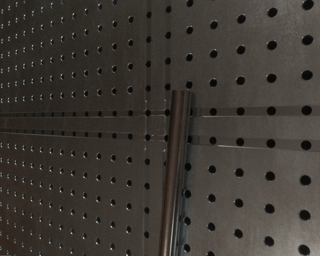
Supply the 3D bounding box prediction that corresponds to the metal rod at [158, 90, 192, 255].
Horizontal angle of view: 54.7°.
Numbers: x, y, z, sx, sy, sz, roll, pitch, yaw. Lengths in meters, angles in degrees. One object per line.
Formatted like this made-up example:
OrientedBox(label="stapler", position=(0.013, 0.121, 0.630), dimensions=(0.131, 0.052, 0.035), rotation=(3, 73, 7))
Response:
OrientedBox(label="metal rod", position=(0.015, 0.102, 0.394), dimensions=(0.025, 0.025, 0.298), rotation=(8, 95, 39))
